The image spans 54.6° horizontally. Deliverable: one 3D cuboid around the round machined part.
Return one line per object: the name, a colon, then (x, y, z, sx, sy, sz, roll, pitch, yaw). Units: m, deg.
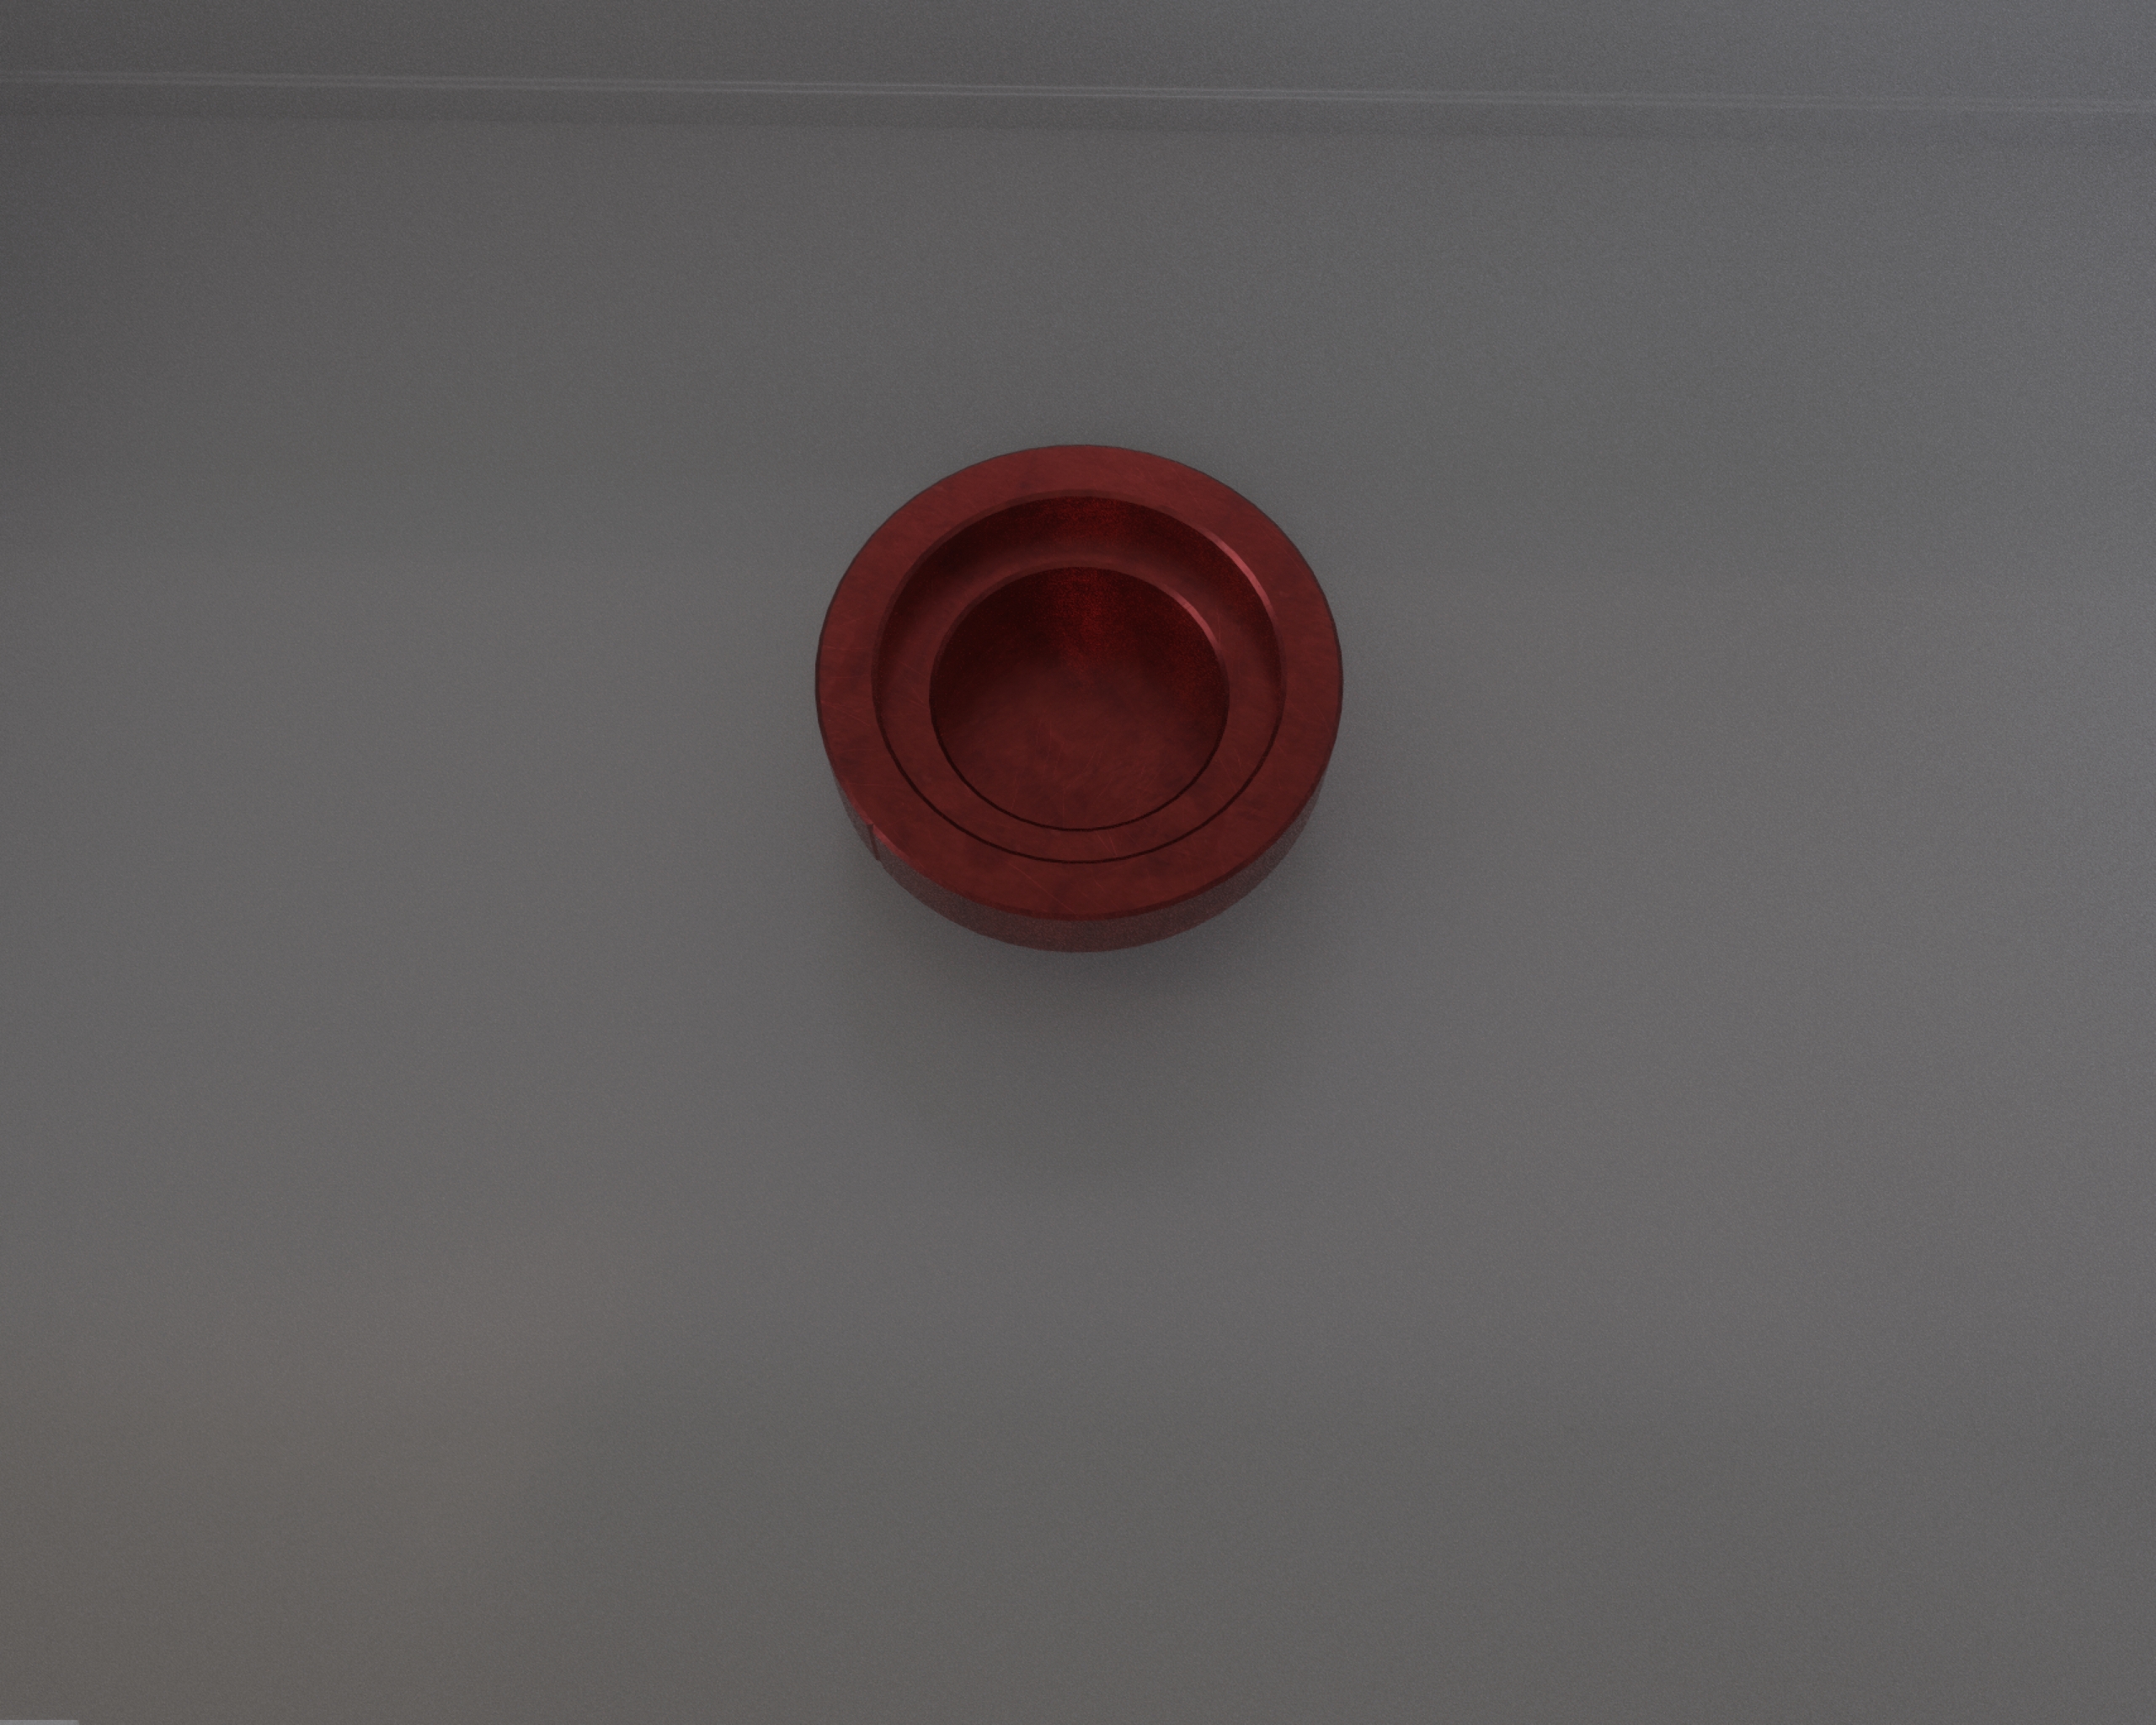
round machined part: (0.000, -0.028, 0.408, 0.099, 0.042, 0.098, 0, 70, 0)
